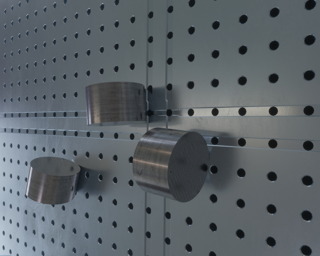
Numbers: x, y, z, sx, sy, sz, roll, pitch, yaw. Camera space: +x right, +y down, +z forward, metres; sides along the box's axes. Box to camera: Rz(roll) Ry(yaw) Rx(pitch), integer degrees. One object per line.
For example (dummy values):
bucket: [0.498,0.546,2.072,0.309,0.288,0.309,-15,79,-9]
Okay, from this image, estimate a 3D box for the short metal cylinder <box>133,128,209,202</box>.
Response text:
short metal cylinder: [0.014,0.041,0.362,0.050,0.081,0.079,7,94,40]

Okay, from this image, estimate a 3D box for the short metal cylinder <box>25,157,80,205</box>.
short metal cylinder: [-0.180,0.087,0.522,0.080,0.081,0.050,24,105,37]

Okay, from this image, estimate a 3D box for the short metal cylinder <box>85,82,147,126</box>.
short metal cylinder: [-0.060,-0.030,0.423,0.080,0.081,0.050,-6,86,40]
